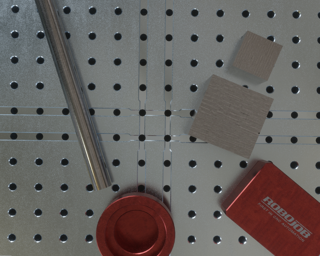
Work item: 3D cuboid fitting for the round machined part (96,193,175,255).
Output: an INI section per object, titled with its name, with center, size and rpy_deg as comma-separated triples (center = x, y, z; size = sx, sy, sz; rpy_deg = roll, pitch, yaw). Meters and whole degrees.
[round machined part]
center = -0.030, 0.132, 0.405
size = 0.099, 0.042, 0.097
rpy_deg = 0, 90, -1

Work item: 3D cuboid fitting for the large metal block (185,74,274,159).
[large metal block]
center = 0.087, -0.014, 0.402
size = 0.080, 0.050, 0.080
rpy_deg = 22, 90, -1

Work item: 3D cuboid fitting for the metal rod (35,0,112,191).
[metal rod]
center = -0.120, -0.063, 0.411
size = 0.025, 0.025, 0.298
rpy_deg = -17, 90, 0

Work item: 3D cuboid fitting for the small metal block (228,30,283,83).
[small metal block]
center = 0.127, -0.094, 0.415
size = 0.050, 0.025, 0.050
rpy_deg = 24, 90, -1

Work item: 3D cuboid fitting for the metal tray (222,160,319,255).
[metal tray]
center = 0.161, 0.117, 0.413
size = 0.130, 0.030, 0.090
rpy_deg = 40, 90, -1
